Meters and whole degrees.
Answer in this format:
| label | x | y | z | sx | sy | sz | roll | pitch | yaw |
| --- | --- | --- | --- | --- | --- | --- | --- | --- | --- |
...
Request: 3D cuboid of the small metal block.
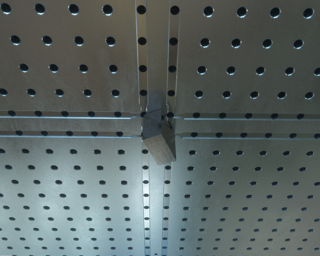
| label | x | y | z | sx | sy | sz | roll | pitch | yaw |
| --- | --- | --- | --- | --- | --- | --- | --- | --- | --- |
| small metal block | 0.000 | 0.012 | 0.405 | 0.025 | 0.050 | 0.050 | -18 | 128 | 14 |
